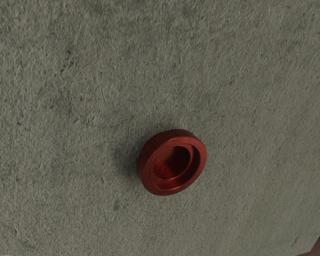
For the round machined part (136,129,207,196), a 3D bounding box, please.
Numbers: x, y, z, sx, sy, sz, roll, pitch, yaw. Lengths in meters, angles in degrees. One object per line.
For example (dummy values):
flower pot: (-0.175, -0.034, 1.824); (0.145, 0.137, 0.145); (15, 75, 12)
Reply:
round machined part: (0.012, 0.043, 0.432); (0.099, 0.042, 0.097); (-14, 125, -21)
